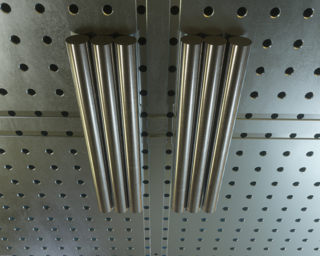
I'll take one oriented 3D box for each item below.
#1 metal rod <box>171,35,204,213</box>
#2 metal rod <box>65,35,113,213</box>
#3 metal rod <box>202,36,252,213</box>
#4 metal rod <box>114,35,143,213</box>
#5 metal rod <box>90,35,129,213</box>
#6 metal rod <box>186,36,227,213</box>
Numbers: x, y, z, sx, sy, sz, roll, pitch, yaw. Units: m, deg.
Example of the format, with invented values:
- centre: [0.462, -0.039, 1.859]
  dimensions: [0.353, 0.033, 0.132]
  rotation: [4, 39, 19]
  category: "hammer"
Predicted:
- centre: [0.033, 0.019, 0.427]
  dimensions: [0.025, 0.025, 0.298]
  rotation: [0, 130, -1]
  category: "metal rod"
- centre: [-0.089, 0.019, 0.426]
  dimensions: [0.025, 0.025, 0.298]
  rotation: [0, 130, -1]
  category: "metal rod"
- centre: [0.084, 0.020, 0.429]
  dimensions: [0.025, 0.025, 0.298]
  rotation: [0, 130, -1]
  category: "metal rod"
- centre: [-0.038, 0.020, 0.427]
  dimensions: [0.025, 0.025, 0.298]
  rotation: [0, 130, -1]
  category: "metal rod"
- centre: [-0.064, 0.020, 0.427]
  dimensions: [0.025, 0.025, 0.298]
  rotation: [0, 130, -1]
  category: "metal rod"
- centre: [0.058, 0.020, 0.428]
  dimensions: [0.025, 0.025, 0.298]
  rotation: [0, 130, -1]
  category: "metal rod"
